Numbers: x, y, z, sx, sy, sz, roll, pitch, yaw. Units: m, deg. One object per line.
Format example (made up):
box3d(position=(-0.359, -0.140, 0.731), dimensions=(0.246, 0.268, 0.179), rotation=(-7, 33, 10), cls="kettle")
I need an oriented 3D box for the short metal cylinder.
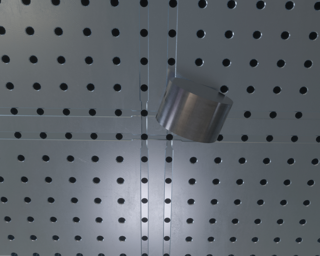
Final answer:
box3d(position=(0.041, -0.023, 0.376), dimensions=(0.080, 0.080, 0.050), rotation=(18, 109, -7), cls="short metal cylinder")
